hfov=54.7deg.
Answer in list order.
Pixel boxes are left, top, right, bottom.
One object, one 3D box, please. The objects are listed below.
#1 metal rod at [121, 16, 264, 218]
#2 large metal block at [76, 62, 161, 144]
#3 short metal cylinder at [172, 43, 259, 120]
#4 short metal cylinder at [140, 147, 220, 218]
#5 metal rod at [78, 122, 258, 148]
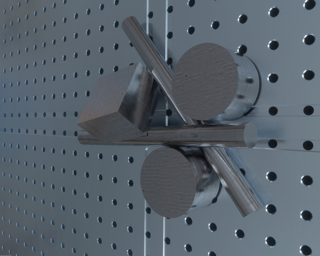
[{"bbox_3d":[0.027,-0.030,0.382,0.025,0.025,0.299,-45,63,30],"label":"metal rod"},{"bbox_3d":[-0.052,-0.030,0.407,0.080,0.050,0.080,-13,47,39],"label":"large metal block"},{"bbox_3d":[0.060,-0.048,0.339,0.080,0.050,0.079,0,90,40],"label":"short metal cylinder"},{"bbox_3d":[0.023,0.061,0.369,0.080,0.050,0.079,0,90,40],"label":"short metal cylinder"},{"bbox_3d":[-0.019,0.011,0.398,0.300,0.025,0.025,-2,89,46],"label":"metal rod"}]
